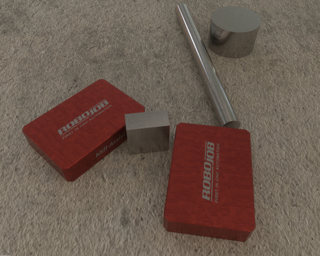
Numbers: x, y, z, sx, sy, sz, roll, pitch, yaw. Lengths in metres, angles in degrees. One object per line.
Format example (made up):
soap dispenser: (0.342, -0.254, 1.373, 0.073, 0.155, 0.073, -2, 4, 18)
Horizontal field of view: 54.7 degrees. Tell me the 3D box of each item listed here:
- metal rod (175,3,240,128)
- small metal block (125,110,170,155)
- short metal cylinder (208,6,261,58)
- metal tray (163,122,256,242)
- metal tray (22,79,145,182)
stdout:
metal rod: (0.067, -0.114, 0.500, 0.025, 0.025, 0.300, -7, 50, -7)
small metal block: (-0.015, 0.006, 0.382, 0.050, 0.050, 0.025, -6, 51, -6)
short metal cylinder: (0.124, -0.163, 0.526, 0.081, 0.050, 0.080, 0, 50, 0)
metal tray: (0.057, 0.056, 0.354, 0.091, 0.030, 0.130, 7, 50, 5)
metal tray: (-0.094, -0.003, 0.401, 0.090, 0.030, 0.131, 35, 58, 26)
